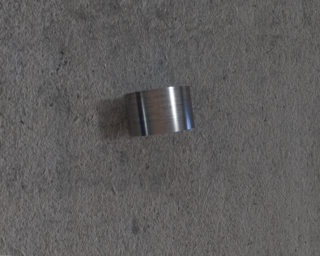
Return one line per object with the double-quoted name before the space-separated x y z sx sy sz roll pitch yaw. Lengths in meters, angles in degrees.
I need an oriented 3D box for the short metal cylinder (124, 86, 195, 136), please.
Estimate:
"short metal cylinder" -0.001 -0.021 0.379 0.081 0.080 0.050 -9 93 -20
